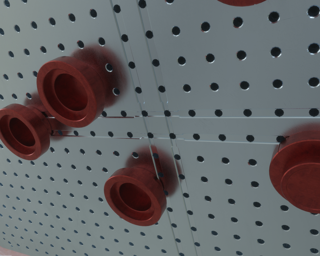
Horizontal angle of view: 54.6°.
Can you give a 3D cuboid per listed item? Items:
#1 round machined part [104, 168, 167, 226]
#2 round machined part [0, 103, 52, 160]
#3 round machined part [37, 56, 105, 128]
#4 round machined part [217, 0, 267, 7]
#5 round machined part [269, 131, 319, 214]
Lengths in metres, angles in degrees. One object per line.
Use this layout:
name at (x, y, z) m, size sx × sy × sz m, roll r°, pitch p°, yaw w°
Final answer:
round machined part at (-0.034, 0.101, 0.481) m, size 0.098 × 0.042 × 0.097 m, roll 13°, pitch 124°, yaw 21°
round machined part at (-0.224, 0.003, 0.521) m, size 0.098 × 0.042 × 0.097 m, roll 13°, pitch 124°, yaw 21°
round machined part at (-0.118, -0.052, 0.431) m, size 0.098 × 0.042 × 0.097 m, roll 13°, pitch 124°, yaw 21°
round machined part at (0.072, -0.156, 0.266) m, size 0.098 × 0.042 × 0.097 m, roll 13°, pitch 124°, yaw 21°
round machined part at (0.172, 0.055, 0.344) m, size 0.098 × 0.042 × 0.097 m, roll 13°, pitch 124°, yaw 21°
